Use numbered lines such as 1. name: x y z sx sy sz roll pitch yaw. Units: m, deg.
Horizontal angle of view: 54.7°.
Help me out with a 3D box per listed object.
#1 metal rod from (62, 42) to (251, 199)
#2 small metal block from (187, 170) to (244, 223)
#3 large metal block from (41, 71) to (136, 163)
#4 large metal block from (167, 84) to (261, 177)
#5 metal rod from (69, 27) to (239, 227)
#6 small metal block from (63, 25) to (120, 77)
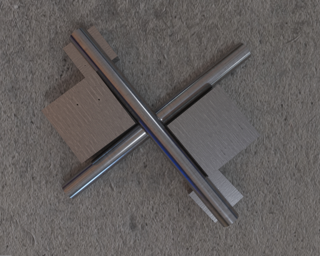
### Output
1. metal rod: -0.004 -0.010 0.412 0.300 0.025 0.025 -39 90 0
2. small metal block: 0.073 0.087 0.412 0.050 0.025 0.050 -43 90 0
3. large metal block: -0.086 -0.013 0.396 0.080 0.050 0.080 -37 90 0
4. large metal block: 0.065 0.003 0.399 0.080 0.050 0.080 -39 90 0
5. metal rod: -0.007 -0.001 0.385 0.025 0.025 0.300 -39 90 0
6. small metal block: -0.090 -0.098 0.411 0.050 0.025 0.050 -37 90 0
